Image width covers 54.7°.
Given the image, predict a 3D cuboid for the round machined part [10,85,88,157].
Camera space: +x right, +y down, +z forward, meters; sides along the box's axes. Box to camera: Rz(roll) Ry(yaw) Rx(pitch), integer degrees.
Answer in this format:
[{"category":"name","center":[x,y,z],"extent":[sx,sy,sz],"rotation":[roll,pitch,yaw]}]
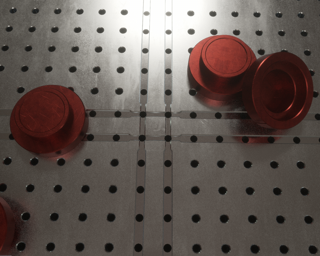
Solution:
[{"category":"round machined part","center":[-0.148,-0.014,0.406],"extent":[0.099,0.042,0.098],"rotation":[0,70,-1]}]

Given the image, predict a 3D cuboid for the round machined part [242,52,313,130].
[{"category":"round machined part","center":[0.148,-0.048,0.407],"extent":[0.099,0.042,0.097],"rotation":[-2,94,-22]}]

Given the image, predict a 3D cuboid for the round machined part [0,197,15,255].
[{"category":"round machined part","center":[-0.217,0.121,0.356],"extent":[0.099,0.042,0.098],"rotation":[0,70,-1]}]

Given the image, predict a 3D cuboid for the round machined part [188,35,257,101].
[{"category":"round machined part","center":[0.090,-0.091,0.437],"extent":[0.099,0.042,0.098],"rotation":[0,70,-1]}]
